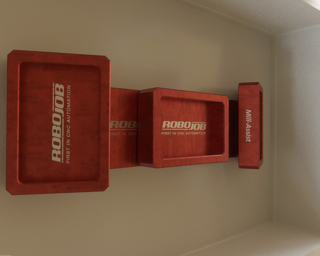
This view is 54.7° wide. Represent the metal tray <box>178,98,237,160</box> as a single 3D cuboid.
[{"bbox_3d":[0.065,0.001,0.456,0.131,0.030,0.089,0,90,-40],"label":"metal tray"}]

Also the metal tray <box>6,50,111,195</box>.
[{"bbox_3d":[-0.095,-0.005,0.298,0.091,0.030,0.129,1,90,-15],"label":"metal tray"}]

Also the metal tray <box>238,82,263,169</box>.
[{"bbox_3d":[0.148,-0.004,0.500,0.090,0.030,0.129,0,90,-68],"label":"metal tray"}]

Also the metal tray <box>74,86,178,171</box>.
[{"bbox_3d":[-0.036,0.000,0.373,0.131,0.030,0.089,0,90,-40],"label":"metal tray"}]

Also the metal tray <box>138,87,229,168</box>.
[{"bbox_3d":[0.034,0.000,0.390,0.131,0.030,0.089,1,89,-40],"label":"metal tray"}]
